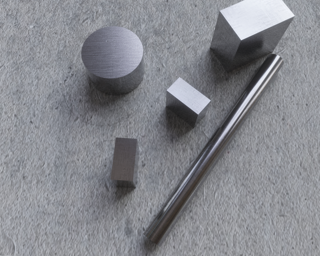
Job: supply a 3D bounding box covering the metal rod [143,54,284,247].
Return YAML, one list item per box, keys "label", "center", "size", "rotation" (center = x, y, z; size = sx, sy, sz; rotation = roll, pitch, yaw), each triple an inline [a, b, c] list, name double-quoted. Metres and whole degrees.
- label: "metal rod"
  center: [0.078, 0.017, 0.402]
  size: [0.025, 0.025, 0.300]
  rotation: [34, 73, 11]

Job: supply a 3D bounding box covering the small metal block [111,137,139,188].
- label: "small metal block"
  center: [-0.041, 0.044, 0.378]
  size: [0.025, 0.050, 0.050]
  rotation: [4, 70, 1]

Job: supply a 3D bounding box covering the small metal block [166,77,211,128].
- label: "small metal block"
  center: [0.035, -0.032, 0.407]
  size: [0.050, 0.050, 0.025]
  rotation: [39, 75, 12]

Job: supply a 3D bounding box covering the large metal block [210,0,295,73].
- label: "large metal block"
  center: [0.123, -0.132, 0.429]
  size: [0.080, 0.080, 0.050]
  rotation: [-26, 73, -9]

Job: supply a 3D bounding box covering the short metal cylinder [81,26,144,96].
- label: "short metal cylinder"
  center: [-0.062, -0.092, 0.428]
  size: [0.081, 0.050, 0.080]
  rotation: [0, 70, 0]
